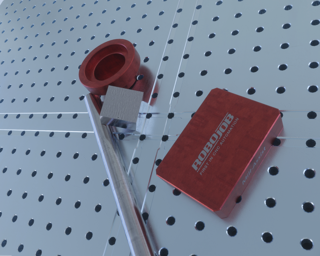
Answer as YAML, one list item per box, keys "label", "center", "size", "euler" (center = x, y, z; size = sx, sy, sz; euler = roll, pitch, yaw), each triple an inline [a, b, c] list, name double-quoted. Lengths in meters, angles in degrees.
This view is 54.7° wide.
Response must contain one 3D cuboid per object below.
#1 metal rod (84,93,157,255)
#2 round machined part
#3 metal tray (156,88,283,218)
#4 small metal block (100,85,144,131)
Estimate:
- label: "metal rod"
  center: [-0.055, 0.059, 0.399]
  size: [0.025, 0.025, 0.300]
  euler: [-32, 52, 7]
- label: "round machined part"
  center: [-0.074, -0.090, 0.488]
  size: [0.098, 0.042, 0.098]
  euler: [-13, 54, 19]
- label: "metal tray"
  center: [0.067, 0.023, 0.355]
  size: [0.090, 0.030, 0.130]
  euler: [27, 76, 37]
- label: "small metal block"
  center: [-0.053, -0.028, 0.438]
  size: [0.050, 0.025, 0.050]
  euler: [11, 64, 0]
